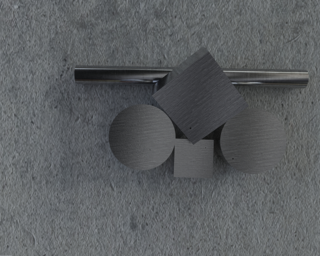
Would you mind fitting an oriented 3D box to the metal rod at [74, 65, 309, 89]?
[{"bbox_3d":[0.041,-0.068,0.411,0.302,0.025,0.025,1,90,0],"label":"metal rod"}]

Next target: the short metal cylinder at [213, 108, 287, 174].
[{"bbox_3d":[0.113,0.016,0.399,0.081,0.050,0.079,0,90,0],"label":"short metal cylinder"}]

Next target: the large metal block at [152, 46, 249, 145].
[{"bbox_3d":[0.047,-0.041,0.381,0.080,0.050,0.080,-37,107,13],"label":"large metal block"}]

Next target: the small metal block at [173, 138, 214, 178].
[{"bbox_3d":[0.044,0.039,0.412,0.050,0.025,0.050,2,90,0],"label":"small metal block"}]

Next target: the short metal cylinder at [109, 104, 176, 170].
[{"bbox_3d":[-0.021,0.011,0.398,0.081,0.050,0.079,0,90,0],"label":"short metal cylinder"}]
